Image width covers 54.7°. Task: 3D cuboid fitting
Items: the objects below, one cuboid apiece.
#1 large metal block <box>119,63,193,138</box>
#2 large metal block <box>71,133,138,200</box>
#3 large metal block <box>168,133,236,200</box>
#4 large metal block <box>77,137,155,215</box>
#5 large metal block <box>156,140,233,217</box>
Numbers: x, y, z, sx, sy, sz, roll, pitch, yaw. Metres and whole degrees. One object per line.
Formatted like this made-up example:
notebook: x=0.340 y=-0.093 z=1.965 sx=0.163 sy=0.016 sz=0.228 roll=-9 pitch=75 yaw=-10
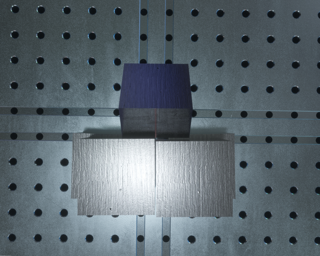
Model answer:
large metal block: x=-0.005 y=-0.035 z=0.380 sx=0.081 sy=0.050 sz=0.080 roll=0 pitch=48 yaw=-1
large metal block: x=-0.067 y=0.047 z=0.401 sx=0.081 sy=0.050 sz=0.079 roll=2 pitch=90 yaw=-1
large metal block: x=0.051 y=0.047 z=0.401 sx=0.081 sy=0.050 sz=0.079 roll=-1 pitch=90 yaw=-1
large metal block: x=-0.046 y=0.051 z=0.347 sx=0.081 sy=0.050 sz=0.079 roll=0 pitch=90 yaw=-1
large metal block: x=0.036 y=0.053 z=0.349 sx=0.081 sy=0.050 sz=0.079 roll=0 pitch=90 yaw=-1
